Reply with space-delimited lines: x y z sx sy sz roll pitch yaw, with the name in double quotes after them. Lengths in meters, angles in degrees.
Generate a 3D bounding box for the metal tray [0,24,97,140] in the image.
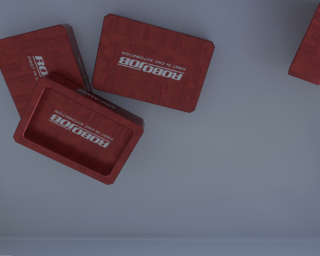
-0.137 -0.054 0.387 0.090 0.030 0.129 -13 110 4 "metal tray"

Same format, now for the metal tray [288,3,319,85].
0.177 -0.093 0.324 0.030 0.131 0.089 28 112 24 "metal tray"

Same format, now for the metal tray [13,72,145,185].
-0.096 0.003 0.376 0.131 0.030 0.090 28 108 -10 "metal tray"

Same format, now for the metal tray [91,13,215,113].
-0.010 -0.078 0.380 0.131 0.030 0.089 14 110 -5 "metal tray"
